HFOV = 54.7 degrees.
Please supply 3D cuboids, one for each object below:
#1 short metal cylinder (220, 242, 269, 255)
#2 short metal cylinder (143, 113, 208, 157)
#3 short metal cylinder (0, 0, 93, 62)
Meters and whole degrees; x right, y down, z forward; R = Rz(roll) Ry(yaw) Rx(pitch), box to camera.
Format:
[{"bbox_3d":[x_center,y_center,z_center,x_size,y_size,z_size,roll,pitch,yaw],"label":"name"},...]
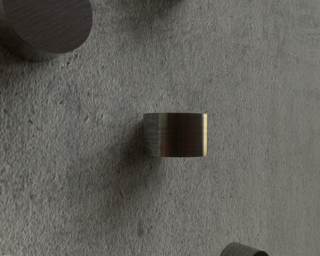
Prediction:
[{"bbox_3d":[0.137,0.233,0.504,0.081,0.050,0.080,0,90,-40],"label":"short metal cylinder"},{"bbox_3d":[0.019,0.008,0.385,0.081,0.080,0.050,1,90,-40],"label":"short metal cylinder"},{"bbox_3d":[-0.112,-0.107,0.294,0.081,0.050,0.080,0,90,-40],"label":"short metal cylinder"}]
